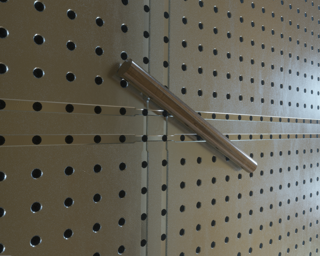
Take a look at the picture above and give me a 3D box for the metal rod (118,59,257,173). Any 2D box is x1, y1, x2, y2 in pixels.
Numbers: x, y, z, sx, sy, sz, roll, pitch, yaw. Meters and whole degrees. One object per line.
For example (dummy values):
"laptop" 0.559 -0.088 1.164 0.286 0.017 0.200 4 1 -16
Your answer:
"metal rod" 0.059 -0.003 0.460 0.301 0.025 0.025 35 68 -35
